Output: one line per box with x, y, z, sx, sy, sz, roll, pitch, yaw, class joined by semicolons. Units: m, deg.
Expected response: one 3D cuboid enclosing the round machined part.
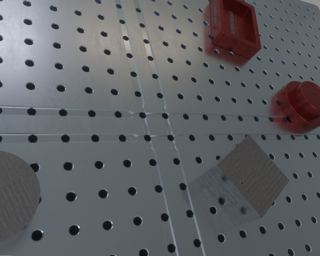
0.273;-0.048;0.574;0.099;0.042;0.098;14;56;-21;round machined part

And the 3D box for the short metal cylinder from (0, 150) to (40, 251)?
-0.151;0.066;0.271;0.081;0.050;0.080;14;56;-21;short metal cylinder

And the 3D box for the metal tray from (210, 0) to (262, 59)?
0.147;-0.205;0.609;0.091;0.030;0.130;17;55;-19;metal tray

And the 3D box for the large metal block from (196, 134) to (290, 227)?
0.110;0.068;0.410;0.081;0.050;0.080;-34;81;-38;large metal block
